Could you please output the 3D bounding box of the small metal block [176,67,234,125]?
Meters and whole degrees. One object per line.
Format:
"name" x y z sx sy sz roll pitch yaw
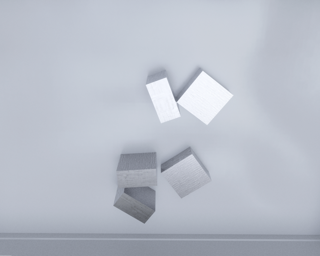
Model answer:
"small metal block" 0.056 -0.041 0.397 0.050 0.025 0.050 36 106 -13

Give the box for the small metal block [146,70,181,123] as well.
"small metal block" 0.004 -0.040 0.383 0.025 0.050 0.050 -19 109 7

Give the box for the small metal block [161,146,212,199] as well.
"small metal block" 0.036 0.063 0.435 0.050 0.025 0.050 -33 107 11

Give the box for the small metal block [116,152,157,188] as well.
"small metal block" -0.029 0.056 0.418 0.050 0.050 0.025 -3 110 1

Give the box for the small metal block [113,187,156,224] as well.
"small metal block" -0.034 0.098 0.434 0.050 0.050 0.025 34 106 -12
